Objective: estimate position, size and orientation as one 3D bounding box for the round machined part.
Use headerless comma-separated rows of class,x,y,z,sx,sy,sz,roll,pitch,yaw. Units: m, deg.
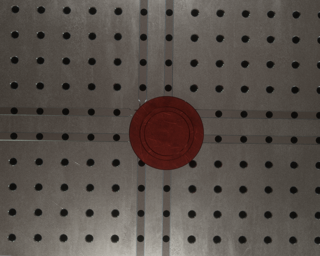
round machined part,0.009,0.007,0.405,0.099,0.042,0.097,0,90,-1
